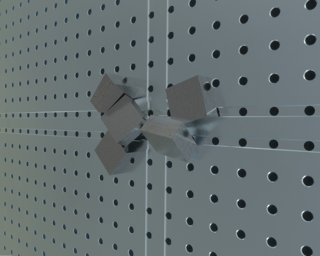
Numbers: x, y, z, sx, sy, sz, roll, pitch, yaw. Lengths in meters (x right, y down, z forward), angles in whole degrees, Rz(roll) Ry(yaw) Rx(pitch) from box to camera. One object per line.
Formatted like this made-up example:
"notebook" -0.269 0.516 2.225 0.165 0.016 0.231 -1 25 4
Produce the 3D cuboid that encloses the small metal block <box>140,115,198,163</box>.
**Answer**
"small metal block" 0.011 0.013 0.382 0.050 0.050 0.025 14 60 39

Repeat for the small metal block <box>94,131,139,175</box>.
"small metal block" -0.066 0.035 0.465 0.050 0.025 0.050 -52 60 27

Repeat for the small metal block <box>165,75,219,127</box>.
"small metal block" 0.038 -0.031 0.379 0.050 0.025 0.050 -19 78 38

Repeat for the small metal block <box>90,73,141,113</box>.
"small metal block" -0.064 -0.049 0.447 0.025 0.050 0.050 50 120 28

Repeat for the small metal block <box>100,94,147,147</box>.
"small metal block" -0.049 -0.010 0.441 0.050 0.025 0.050 -41 63 9
